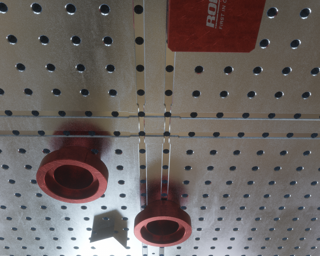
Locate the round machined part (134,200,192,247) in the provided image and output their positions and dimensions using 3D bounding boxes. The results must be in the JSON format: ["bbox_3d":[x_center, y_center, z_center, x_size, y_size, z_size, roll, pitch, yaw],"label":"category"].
[{"bbox_3d":[0.005,0.163,0.540,0.099,0.042,0.097,-1,130,0],"label":"round machined part"}]

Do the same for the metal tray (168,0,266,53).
[{"bbox_3d":[0.054,-0.137,0.292,0.091,0.030,0.129,0,130,-1],"label":"metal tray"}]

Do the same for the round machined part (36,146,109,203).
[{"bbox_3d":[-0.124,0.064,0.453,0.099,0.042,0.097,-1,130,0],"label":"round machined part"}]

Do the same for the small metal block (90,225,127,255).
[{"bbox_3d":[-0.098,0.215,0.594,0.050,0.025,0.050,-20,128,15],"label":"small metal block"}]
